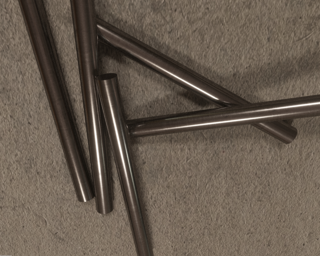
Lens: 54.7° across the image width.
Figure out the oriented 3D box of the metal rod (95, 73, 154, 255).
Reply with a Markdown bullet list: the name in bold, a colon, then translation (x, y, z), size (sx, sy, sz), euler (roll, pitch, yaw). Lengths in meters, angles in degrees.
- **metal rod**: translation (-0.041, 0.073, 0.417), size (0.025, 0.025, 0.298), euler (-7, 117, 2)

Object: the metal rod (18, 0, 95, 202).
- **metal rod**: translation (-0.130, -0.039, 0.393), size (0.025, 0.025, 0.298), euler (-9, 110, 3)

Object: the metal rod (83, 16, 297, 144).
- **metal rod**: translation (0.043, -0.057, 0.389), size (0.301, 0.025, 0.025), euler (27, 108, -10)

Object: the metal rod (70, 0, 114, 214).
- **metal rod**: translation (-0.081, -0.016, 0.386), size (0.025, 0.025, 0.298), euler (-1, 116, 0)

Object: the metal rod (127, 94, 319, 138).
- **metal rod**: translation (0.094, -0.015, 0.378), size (0.301, 0.025, 0.025), euler (-7, 111, 12)
